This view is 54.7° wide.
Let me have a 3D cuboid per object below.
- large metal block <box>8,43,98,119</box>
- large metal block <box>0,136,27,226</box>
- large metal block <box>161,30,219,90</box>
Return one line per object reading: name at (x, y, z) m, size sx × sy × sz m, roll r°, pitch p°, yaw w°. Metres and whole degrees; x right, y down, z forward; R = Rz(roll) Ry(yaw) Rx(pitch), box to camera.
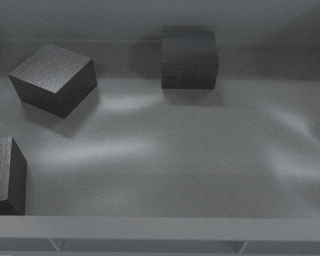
large metal block at (-0.150, -0.069, 0.446) m, size 0.080 × 0.050 × 0.080 m, roll 21°, pitch 53°, yaw 17°
large metal block at (-0.195, 0.062, 0.335) m, size 0.081 × 0.050 × 0.080 m, roll -11°, pitch 51°, yaw -9°
large metal block at (0.043, -0.106, 0.478) m, size 0.080 × 0.050 × 0.080 m, roll 1°, pitch 50°, yaw 1°
